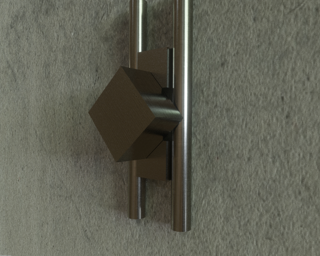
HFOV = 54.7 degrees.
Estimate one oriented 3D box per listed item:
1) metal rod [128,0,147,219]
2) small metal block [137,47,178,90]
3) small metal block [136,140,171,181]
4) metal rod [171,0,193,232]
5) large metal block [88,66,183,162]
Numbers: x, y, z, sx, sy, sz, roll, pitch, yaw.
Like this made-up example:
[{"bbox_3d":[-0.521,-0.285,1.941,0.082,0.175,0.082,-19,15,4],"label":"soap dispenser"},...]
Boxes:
[{"bbox_3d":[-0.031,-0.025,0.431,0.025,0.025,0.298,1,91,39],"label":"metal rod"},{"bbox_3d":[-0.003,-0.075,0.405,0.050,0.025,0.050,1,91,39],"label":"small metal block"},{"bbox_3d":[-0.004,0.040,0.406,0.050,0.025,0.050,1,91,39],"label":"small metal block"},{"bbox_3d":[0.027,-0.024,0.383,0.025,0.025,0.298,1,91,39],"label":"metal rod"},{"bbox_3d":[-0.032,-0.016,0.380,0.080,0.050,0.080,-48,62,29],"label":"large metal block"}]
